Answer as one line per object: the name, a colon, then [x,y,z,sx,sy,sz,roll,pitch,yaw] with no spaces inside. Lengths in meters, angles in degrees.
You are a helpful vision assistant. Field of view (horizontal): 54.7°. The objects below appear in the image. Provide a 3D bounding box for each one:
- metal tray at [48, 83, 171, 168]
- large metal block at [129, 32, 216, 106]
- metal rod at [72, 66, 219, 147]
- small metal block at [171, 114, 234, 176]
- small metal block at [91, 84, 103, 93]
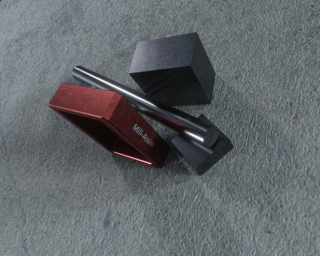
metal tray: [-0.054,0.000,0.365,0.090,0.130,0.030,13,69,33]
large metal block: [0.019,-0.071,0.401,0.080,0.080,0.050,-2,61,27]
metal rod: [-0.043,-0.043,0.435,0.300,0.025,0.025,28,77,42]
small metal block: [0.050,0.019,0.367,0.050,0.025,0.050,-41,51,0]
small metal block: [-0.082,-0.027,0.447,0.025,0.050,0.050,-39,51,2]
